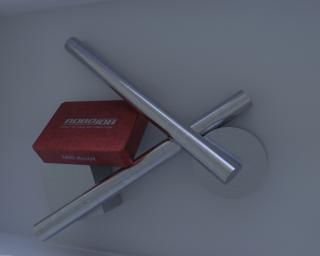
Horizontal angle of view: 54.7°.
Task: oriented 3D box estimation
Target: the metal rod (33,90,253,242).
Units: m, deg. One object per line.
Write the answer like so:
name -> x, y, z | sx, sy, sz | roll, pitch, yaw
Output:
metal rod -> -0.022, 0.047, 0.377 | 0.301, 0.025, 0.025 | -33, 79, 2

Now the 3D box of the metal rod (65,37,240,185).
metal rod -> -0.028, -0.037, 0.387 | 0.300, 0.025, 0.025 | 40, 103, 28

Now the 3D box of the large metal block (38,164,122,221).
large metal block -> -0.110, 0.083, 0.430 | 0.080, 0.050, 0.080 | -20, 84, 18

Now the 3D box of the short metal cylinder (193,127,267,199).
short metal cylinder -> 0.084, 0.038, 0.365 | 0.080, 0.050, 0.079 | 0, 90, 19

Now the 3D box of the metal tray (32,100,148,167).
metal tray -> -0.088, 0.004, 0.407 | 0.130, 0.030, 0.090 | 0, 46, 21
